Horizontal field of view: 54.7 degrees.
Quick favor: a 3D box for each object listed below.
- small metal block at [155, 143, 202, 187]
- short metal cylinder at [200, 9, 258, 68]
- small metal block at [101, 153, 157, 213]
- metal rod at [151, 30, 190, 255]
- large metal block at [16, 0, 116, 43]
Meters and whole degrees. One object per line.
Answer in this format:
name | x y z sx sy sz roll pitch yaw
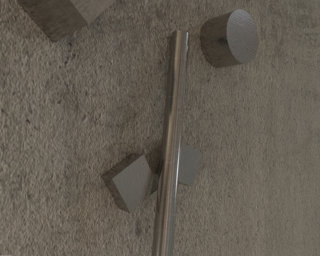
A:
small metal block | 0.027 0.049 0.429 0.050 0.025 0.050 29 72 -37
short metal cylinder | 0.109 -0.137 0.482 0.081 0.050 0.079 0 90 -40
small metal block | -0.035 0.066 0.377 0.050 0.025 0.050 -37 113 -34
metal rod | 0.015 0.015 0.397 0.025 0.025 0.299 17 73 -39
large metal block | -0.080 -0.135 0.303 0.050 0.080 0.080 52 59 -28
